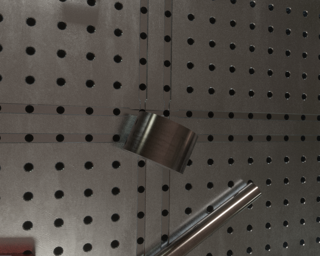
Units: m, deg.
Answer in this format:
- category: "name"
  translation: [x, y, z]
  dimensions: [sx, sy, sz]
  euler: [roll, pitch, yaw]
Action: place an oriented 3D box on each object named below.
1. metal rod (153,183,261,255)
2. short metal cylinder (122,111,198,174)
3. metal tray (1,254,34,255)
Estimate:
- category: "metal rod"
  translation: [0.021, 0.168, 0.421]
  dimensions: [0.302, 0.025, 0.025]
  euler: [-31, 101, -18]
- category: "short metal cylinder"
  translation: [0.001, 0.019, 0.385]
  dimensions: [0.080, 0.080, 0.050]
  euler: [26, 81, -19]
- category: "metal tray"
  translation: [-0.193, 0.209, 0.339]
  dimensions: [0.091, 0.030, 0.129]
  euler: [7, 88, -20]
